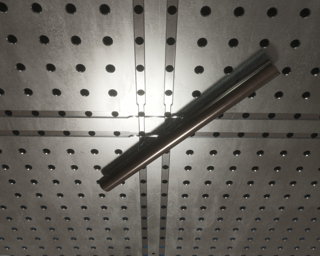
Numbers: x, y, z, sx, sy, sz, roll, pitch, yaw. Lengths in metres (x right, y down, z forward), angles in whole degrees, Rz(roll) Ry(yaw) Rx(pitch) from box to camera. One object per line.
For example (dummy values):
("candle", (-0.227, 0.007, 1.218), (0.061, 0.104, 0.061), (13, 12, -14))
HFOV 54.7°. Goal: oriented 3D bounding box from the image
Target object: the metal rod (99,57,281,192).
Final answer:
("metal rod", (0.022, 0.008, 0.419), (0.299, 0.025, 0.025), (-37, 122, 26))
